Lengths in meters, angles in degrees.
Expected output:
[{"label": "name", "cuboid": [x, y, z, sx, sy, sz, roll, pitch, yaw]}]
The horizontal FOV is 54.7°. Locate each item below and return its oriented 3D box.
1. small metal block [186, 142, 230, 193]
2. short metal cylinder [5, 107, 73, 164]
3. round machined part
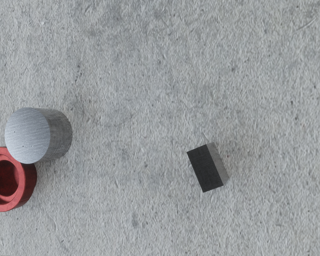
[{"label": "small metal block", "cuboid": [0.059, 0.046, 0.375, 0.025, 0.050, 0.050, -25, 82, 18]}, {"label": "short metal cylinder", "cuboid": [-0.179, 0.010, 0.459, 0.080, 0.050, 0.080, 0, 90, 20]}, {"label": "round machined part", "cuboid": [-0.233, 0.077, 0.482, 0.098, 0.042, 0.097, 0, 90, 20]}]
